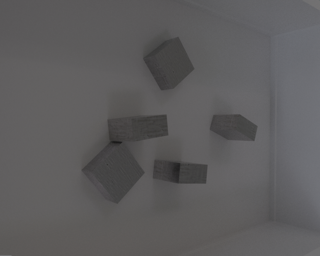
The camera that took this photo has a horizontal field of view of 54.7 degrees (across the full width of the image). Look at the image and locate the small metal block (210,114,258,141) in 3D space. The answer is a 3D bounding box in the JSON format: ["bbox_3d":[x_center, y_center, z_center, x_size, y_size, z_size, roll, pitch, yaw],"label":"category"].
[{"bbox_3d":[0.116,0.000,0.487,0.050,0.050,0.025,26,74,-37],"label":"small metal block"}]

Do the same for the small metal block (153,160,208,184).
[{"bbox_3d":[0.027,0.058,0.413,0.050,0.050,0.025,9,85,-40],"label":"small metal block"}]

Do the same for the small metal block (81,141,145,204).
[{"bbox_3d":[-0.053,0.051,0.362,0.050,0.025,0.050,-47,118,-30],"label":"small metal block"}]

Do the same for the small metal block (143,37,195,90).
[{"bbox_3d":[0.013,-0.086,0.417,0.050,0.025,0.050,-46,117,-30],"label":"small metal block"}]

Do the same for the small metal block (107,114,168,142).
[{"bbox_3d":[-0.026,-0.001,0.368,0.050,0.050,0.025,-9,96,-40],"label":"small metal block"}]
